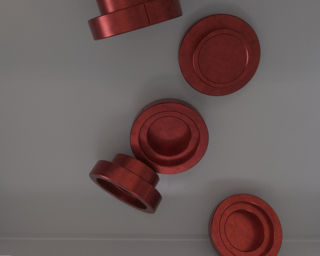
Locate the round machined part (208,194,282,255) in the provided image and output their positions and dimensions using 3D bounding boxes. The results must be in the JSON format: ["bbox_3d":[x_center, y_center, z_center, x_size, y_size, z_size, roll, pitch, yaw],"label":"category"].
[{"bbox_3d":[0.117,0.146,0.439,0.099,0.042,0.098,2,67,-4],"label":"round machined part"}]

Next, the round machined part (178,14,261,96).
[{"bbox_3d":[0.072,-0.085,0.371,0.099,0.042,0.097,0,110,0],"label":"round machined part"}]

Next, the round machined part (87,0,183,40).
[{"bbox_3d":[-0.029,-0.127,0.325,0.098,0.098,0.042,-14,110,5],"label":"round machined part"}]

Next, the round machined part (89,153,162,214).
[{"bbox_3d":[-0.040,0.069,0.408,0.098,0.098,0.042,37,65,-13],"label":"round machined part"}]

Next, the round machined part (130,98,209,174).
[{"bbox_3d":[0.012,0.008,0.405,0.099,0.042,0.097,0,110,0],"label":"round machined part"}]
